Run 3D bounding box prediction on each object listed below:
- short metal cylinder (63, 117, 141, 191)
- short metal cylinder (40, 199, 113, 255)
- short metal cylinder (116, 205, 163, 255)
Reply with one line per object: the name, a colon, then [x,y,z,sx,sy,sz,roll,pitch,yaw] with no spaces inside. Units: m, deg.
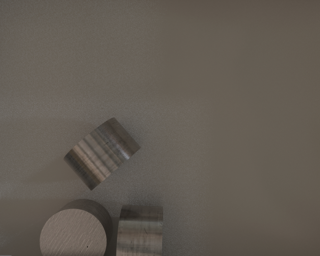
short metal cylinder: [-0.070,0.032,0.383,0.080,0.080,0.050,-41,90,0]
short metal cylinder: [-0.105,0.137,0.398,0.081,0.050,0.080,0,90,0]
short metal cylinder: [-0.023,0.137,0.384,0.050,0.080,0.080,3,90,0]
